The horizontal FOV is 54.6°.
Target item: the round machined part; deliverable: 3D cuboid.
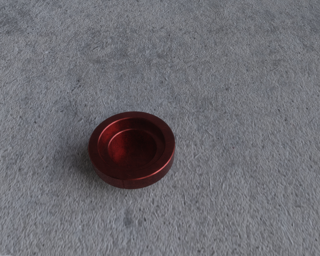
[{"bbox_3d":[-0.032,0.030,0.367,0.099,0.042,0.098,0,50,0],"label":"round machined part"}]
